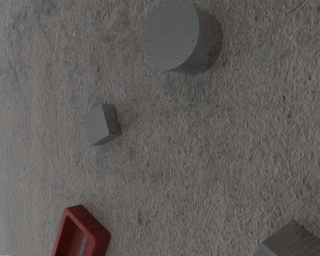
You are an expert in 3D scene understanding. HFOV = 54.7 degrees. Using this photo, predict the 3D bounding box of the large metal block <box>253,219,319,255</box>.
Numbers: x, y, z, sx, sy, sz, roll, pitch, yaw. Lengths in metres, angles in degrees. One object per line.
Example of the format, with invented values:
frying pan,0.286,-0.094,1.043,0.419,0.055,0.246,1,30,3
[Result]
large metal block,0.125,0.133,0.266,0.080,0.081,0.050,36,113,34

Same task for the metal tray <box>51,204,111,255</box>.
metal tray,-0.137,0.206,0.514,0.090,0.030,0.129,31,109,35

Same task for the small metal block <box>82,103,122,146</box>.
small metal block,-0.090,-0.004,0.480,0.050,0.025,0.050,-28,73,36

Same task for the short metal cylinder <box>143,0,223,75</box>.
short metal cylinder,0.026,-0.105,0.367,0.080,0.050,0.079,0,90,40
